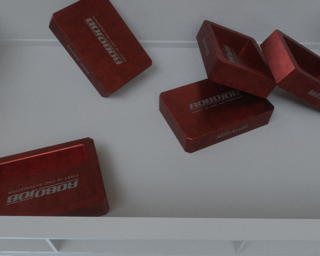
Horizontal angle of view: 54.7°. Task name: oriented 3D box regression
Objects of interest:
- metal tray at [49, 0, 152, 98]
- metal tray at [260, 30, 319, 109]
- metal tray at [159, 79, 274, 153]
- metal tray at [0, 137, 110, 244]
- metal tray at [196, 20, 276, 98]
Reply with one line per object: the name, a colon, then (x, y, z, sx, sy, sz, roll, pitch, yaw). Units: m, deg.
metal tray: (-0.084, -0.121, 0.452, 0.090, 0.030, 0.130, -42, 102, -28)
metal tray: (0.204, -0.073, 0.424, 0.131, 0.030, 0.090, 20, 45, -26)
metal tray: (0.075, -0.027, 0.425, 0.131, 0.030, 0.090, -19, 53, -16)
metal tray: (-0.130, 0.066, 0.344, 0.131, 0.030, 0.090, -13, 51, -12)
metal tray: (0.106, -0.102, 0.441, 0.091, 0.030, 0.130, 15, 38, -15)
